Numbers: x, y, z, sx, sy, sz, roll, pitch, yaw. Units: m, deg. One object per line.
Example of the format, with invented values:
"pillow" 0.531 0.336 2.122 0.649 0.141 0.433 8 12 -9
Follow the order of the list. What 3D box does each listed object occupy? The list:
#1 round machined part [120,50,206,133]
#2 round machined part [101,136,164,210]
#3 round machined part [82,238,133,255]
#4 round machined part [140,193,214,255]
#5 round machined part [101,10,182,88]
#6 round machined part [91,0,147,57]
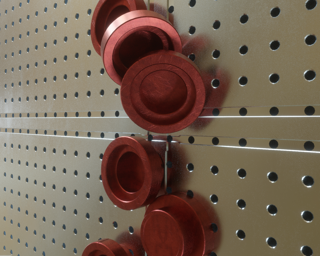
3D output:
"round machined part" 0.004 -0.046 0.374 0.098 0.042 0.097 1 116 3
"round machined part" -0.034 0.060 0.426 0.098 0.042 0.097 -1 89 41
"round machined part" -0.071 0.213 0.459 0.098 0.042 0.097 0 90 40
"round machined part" 0.014 0.133 0.388 0.098 0.042 0.097 0 90 40
"round machined part" -0.025 -0.100 0.389 0.098 0.099 0.042 -54 37 26
"round machined part" -0.052 -0.144 0.442 0.098 0.042 0.097 0 89 41
